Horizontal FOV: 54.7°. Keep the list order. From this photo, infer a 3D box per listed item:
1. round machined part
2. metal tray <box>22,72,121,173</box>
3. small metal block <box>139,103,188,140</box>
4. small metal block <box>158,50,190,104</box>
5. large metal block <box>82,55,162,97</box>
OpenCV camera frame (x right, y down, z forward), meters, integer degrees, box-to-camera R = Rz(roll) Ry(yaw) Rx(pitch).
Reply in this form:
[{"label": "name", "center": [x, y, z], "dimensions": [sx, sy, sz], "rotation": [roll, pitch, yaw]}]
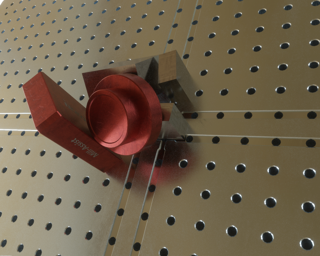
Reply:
[{"label": "round machined part", "center": [-0.049, -0.014, 0.365], "dimensions": [0.098, 0.042, 0.097], "rotation": [10, 108, 35]}, {"label": "metal tray", "center": [-0.110, -0.004, 0.399], "dimensions": [0.030, 0.130, 0.090], "rotation": [-38, 51, 3]}, {"label": "small metal block", "center": [0.002, -0.008, 0.395], "dimensions": [0.050, 0.050, 0.025], "rotation": [1, 63, 28]}, {"label": "small metal block", "center": [0.020, -0.069, 0.423], "dimensions": [0.025, 0.050, 0.050], "rotation": [-12, 57, 21]}, {"label": "large metal block", "center": [-0.045, -0.065, 0.428], "dimensions": [0.080, 0.050, 0.080], "rotation": [-4, 19, 26]}]
